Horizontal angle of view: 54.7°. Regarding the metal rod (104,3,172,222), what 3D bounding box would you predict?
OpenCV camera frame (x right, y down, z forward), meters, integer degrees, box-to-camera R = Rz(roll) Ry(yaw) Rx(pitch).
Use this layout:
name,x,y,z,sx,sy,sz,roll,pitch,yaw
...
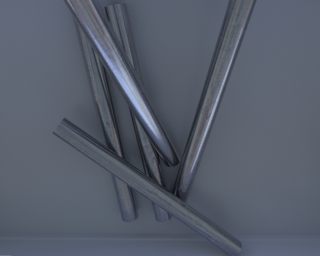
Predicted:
name,x,y,z,sx,sy,sz,roll,pitch,yaw
metal rod,-0.023,-0.005,0.409,0.025,0.025,0.298,-11,110,3

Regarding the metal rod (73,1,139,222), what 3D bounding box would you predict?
name,x,y,z,sx,sy,sz,roll,pitch,yaw
metal rod,-0.068,-0.006,0.407,0.025,0.025,0.298,-9,110,3

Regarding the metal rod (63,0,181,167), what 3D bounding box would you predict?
name,x,y,z,sx,sy,sz,roll,pitch,yaw
metal rod,-0.034,-0.049,0.324,0.025,0.025,0.299,-22,136,7

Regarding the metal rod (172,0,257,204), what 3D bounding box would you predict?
name,x,y,z,sx,sy,sz,roll,pitch,yaw
metal rod,0.054,-0.013,0.370,0.025,0.025,0.298,10,124,-4

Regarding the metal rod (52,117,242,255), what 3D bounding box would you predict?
name,x,y,z,sx,sy,sz,roll,pitch,yaw
metal rod,-0.008,0.085,0.414,0.301,0.025,0.025,37,106,-13
